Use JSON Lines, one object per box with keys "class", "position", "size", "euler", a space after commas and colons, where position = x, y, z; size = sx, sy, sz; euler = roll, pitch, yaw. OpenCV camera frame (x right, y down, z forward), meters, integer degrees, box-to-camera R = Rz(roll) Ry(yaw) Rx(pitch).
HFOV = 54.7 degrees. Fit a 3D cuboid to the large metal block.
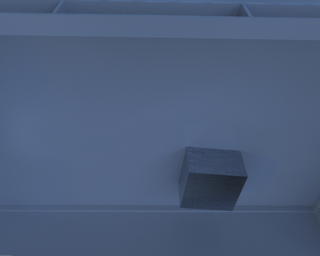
{"class": "large metal block", "position": [0.074, 0.077, 0.459], "size": [0.081, 0.050, 0.079], "euler": [5, 130, -5]}
